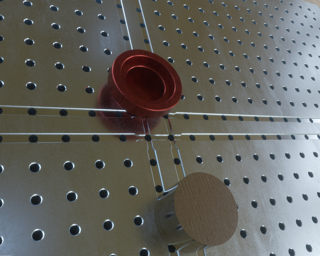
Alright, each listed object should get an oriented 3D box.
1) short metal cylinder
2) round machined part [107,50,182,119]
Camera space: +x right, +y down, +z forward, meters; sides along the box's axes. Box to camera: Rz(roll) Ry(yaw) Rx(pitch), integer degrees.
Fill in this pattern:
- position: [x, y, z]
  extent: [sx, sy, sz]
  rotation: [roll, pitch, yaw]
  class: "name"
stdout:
- position: [0.041, 0.097, 0.355]
  extent: [0.081, 0.050, 0.080]
  rotation: [13, 56, -21]
  class: "short metal cylinder"
- position: [-0.023, -0.054, 0.418]
  extent: [0.099, 0.042, 0.098]
  rotation: [14, 56, -21]
  class: "round machined part"
